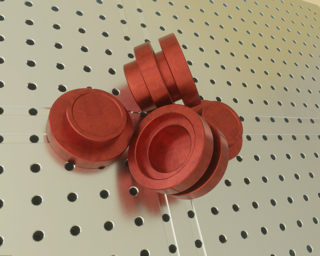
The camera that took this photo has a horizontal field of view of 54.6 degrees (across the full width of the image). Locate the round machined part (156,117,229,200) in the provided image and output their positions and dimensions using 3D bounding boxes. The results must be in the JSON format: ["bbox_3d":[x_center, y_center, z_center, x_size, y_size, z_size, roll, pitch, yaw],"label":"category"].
[{"bbox_3d":[0.037,0.037,0.370,0.042,0.098,0.098,35,43,-48],"label":"round machined part"}]

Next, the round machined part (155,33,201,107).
[{"bbox_3d":[0.016,-0.069,0.403,0.042,0.098,0.098,-22,68,6],"label":"round machined part"}]

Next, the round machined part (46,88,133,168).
[{"bbox_3d":[-0.077,-0.006,0.359,0.099,0.042,0.098,13,56,-21],"label":"round machined part"}]

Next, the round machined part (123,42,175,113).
[{"bbox_3d":[-0.015,-0.058,0.403,0.042,0.098,0.098,-22,68,6],"label":"round machined part"}]

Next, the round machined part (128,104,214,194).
[{"bbox_3d":[0.015,0.026,0.347,0.042,0.098,0.098,34,43,-48],"label":"round machined part"}]

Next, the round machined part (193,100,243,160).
[{"bbox_3d":[0.077,0.001,0.438,0.099,0.042,0.098,13,56,-21],"label":"round machined part"}]
